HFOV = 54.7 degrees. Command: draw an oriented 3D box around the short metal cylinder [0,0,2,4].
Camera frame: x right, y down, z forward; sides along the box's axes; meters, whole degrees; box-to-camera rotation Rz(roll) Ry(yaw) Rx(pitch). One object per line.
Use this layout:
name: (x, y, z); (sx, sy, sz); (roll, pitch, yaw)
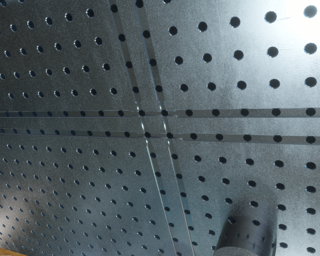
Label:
short metal cylinder: (-0.257, -0.195, 0.407); (0.080, 0.050, 0.079); (13, 124, 20)

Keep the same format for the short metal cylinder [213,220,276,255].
short metal cylinder: (0.121, 0.179, 0.442); (0.080, 0.050, 0.079); (13, 124, 20)
